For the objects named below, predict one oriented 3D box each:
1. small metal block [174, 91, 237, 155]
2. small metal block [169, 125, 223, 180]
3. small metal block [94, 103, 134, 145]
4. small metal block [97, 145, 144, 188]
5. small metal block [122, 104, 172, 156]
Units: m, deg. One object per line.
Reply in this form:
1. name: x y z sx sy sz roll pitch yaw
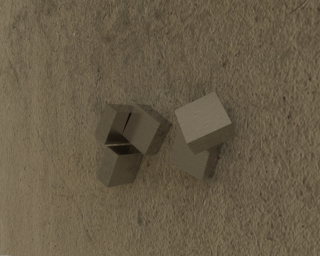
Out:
1. small metal block: 0.049 -0.006 0.341 0.050 0.025 0.050 -25 49 9
2. small metal block: 0.043 0.028 0.370 0.050 0.025 0.050 22 104 38
3. small metal block: -0.058 -0.005 0.436 0.025 0.050 0.050 36 112 34
4. small metal block: -0.055 0.052 0.434 0.025 0.050 0.050 32 110 35
5. small metal block: -0.018 0.002 0.420 0.050 0.025 0.050 40 114 32
